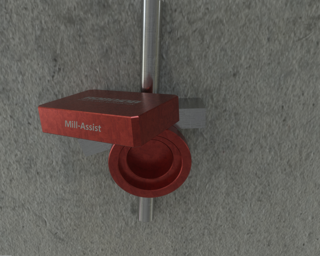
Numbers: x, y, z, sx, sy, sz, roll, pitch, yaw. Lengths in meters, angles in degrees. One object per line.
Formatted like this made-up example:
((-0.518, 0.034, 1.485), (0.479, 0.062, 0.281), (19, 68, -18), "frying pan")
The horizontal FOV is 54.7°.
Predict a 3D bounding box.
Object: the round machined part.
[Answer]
((-0.012, 0.034, 0.385), (0.099, 0.042, 0.097), (-1, 114, -2), "round machined part")

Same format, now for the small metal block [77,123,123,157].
((-0.073, 0.008, 0.400), (0.050, 0.050, 0.025), (-18, 109, 6), "small metal block")

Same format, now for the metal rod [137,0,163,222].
((-0.015, -0.008, 0.408), (0.025, 0.025, 0.298), (2, 110, -1), "metal rod")

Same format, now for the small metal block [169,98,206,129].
((0.029, -0.020, 0.391), (0.050, 0.050, 0.025), (-1, 110, 0), "small metal block")

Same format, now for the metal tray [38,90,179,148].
((-0.055, -0.016, 0.345), (0.130, 0.091, 0.030), (7, 112, 28), "metal tray")
